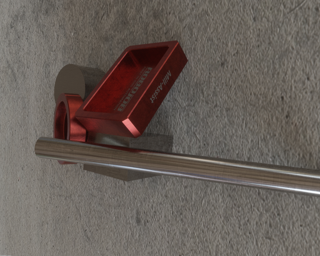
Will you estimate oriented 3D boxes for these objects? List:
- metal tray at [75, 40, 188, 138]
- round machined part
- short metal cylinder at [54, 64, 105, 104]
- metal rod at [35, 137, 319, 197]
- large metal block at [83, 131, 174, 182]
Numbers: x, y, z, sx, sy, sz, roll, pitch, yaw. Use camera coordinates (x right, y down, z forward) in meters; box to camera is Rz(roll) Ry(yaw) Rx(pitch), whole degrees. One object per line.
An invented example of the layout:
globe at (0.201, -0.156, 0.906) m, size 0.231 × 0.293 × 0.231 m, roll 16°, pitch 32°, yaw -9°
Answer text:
metal tray at (-0.033, -0.051, 0.379) m, size 0.090 × 0.030 × 0.130 m, roll 6°, pitch 54°, yaw 39°
round machined part at (-0.117, 0.001, 0.431) m, size 0.098 × 0.042 × 0.097 m, roll -3°, pitch 86°, yaw 60°
short metal cylinder at (-0.122, -0.057, 0.488) m, size 0.080 × 0.050 × 0.079 m, roll 0°, pitch 90°, yaw 39°
metal rod at (0.006, 0.037, 0.323) m, size 0.301 × 0.025 × 0.025 m, roll 6°, pitch 94°, yaw 15°
large metal block at (-0.040, 0.032, 0.401) m, size 0.080 × 0.081 × 0.050 m, roll 6°, pitch 94°, yaw 39°
